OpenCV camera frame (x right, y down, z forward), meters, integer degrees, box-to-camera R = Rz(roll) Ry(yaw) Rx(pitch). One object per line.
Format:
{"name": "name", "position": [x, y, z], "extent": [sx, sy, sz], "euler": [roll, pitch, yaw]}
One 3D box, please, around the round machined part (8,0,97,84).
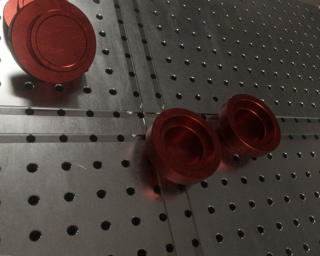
{"name": "round machined part", "position": [-0.120, -0.101, 0.362], "extent": [0.099, 0.042, 0.097], "euler": [-9, 106, -33]}

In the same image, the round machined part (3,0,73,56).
{"name": "round machined part", "position": [-0.150, -0.142, 0.404], "extent": [0.099, 0.042, 0.098], "euler": [14, 56, -21]}

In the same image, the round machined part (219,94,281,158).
{"name": "round machined part", "position": [0.130, 0.000, 0.469], "extent": [0.099, 0.042, 0.098], "euler": [14, 56, -21]}

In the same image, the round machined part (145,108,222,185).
{"name": "round machined part", "position": [0.026, 0.027, 0.397], "extent": [0.099, 0.042, 0.098], "euler": [14, 56, -21]}
